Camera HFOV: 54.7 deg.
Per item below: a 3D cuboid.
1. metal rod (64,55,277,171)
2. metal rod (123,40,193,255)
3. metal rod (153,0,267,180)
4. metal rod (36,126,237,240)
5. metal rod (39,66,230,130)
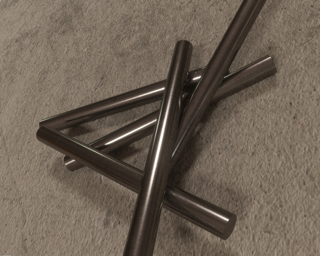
[{"bbox_3d":[0.005,-0.014,0.408,0.301,0.025,0.025,-26,53,11],"label":"metal rod"},{"bbox_3d":[0.005,0.006,0.340,0.025,0.025,0.300,-6,50,25],"label":"metal rod"},{"bbox_3d":[0.057,-0.050,0.371,0.025,0.025,0.299,27,86,37],"label":"metal rod"},{"bbox_3d":[-0.053,0.049,0.365,0.300,0.025,0.025,19,72,35],"label":"metal rod"},{"bbox_3d":[-0.049,-0.039,0.451,0.301,0.025,0.025,-15,56,19],"label":"metal rod"}]
